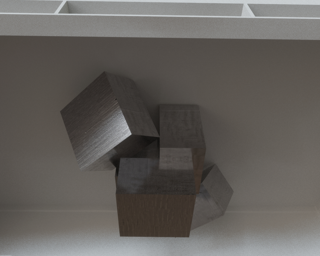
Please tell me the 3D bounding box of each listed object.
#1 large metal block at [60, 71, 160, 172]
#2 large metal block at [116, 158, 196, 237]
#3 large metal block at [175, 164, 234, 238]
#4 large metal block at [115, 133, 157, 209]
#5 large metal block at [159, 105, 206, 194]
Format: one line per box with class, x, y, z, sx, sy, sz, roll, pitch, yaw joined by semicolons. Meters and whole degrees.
large metal block;-0.059;-0.005;0.357;0.080;0.080;0.050;-35;157;26
large metal block;-0.005;0.080;0.353;0.081;0.050;0.079;1;130;-1
large metal block;0.053;0.103;0.449;0.080;0.080;0.050;-34;87;25
large metal block;-0.029;0.063;0.424;0.050;0.080;0.079;1;130;-1
large metal block;0.024;0.027;0.392;0.050;0.080;0.079;1;130;-1
